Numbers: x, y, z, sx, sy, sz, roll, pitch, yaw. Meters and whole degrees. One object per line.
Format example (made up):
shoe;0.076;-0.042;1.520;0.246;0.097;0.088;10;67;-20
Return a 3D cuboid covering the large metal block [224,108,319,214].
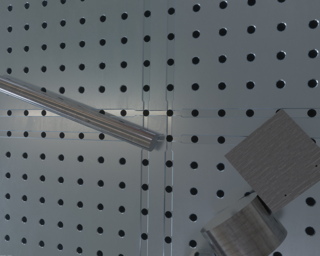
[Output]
large metal block;0.134;0.035;0.352;0.080;0.050;0.080;-43;77;15

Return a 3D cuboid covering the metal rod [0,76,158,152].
metal rod;-0.143;-0.029;0.462;0.301;0.025;0.025;20;97;18

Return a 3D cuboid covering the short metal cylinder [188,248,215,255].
short metal cylinder;0.056;0.197;0.379;0.080;0.050;0.079;0;90;20

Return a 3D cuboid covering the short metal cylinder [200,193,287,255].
short metal cylinder;0.093;0.116;0.350;0.080;0.080;0.050;-38;78;16
